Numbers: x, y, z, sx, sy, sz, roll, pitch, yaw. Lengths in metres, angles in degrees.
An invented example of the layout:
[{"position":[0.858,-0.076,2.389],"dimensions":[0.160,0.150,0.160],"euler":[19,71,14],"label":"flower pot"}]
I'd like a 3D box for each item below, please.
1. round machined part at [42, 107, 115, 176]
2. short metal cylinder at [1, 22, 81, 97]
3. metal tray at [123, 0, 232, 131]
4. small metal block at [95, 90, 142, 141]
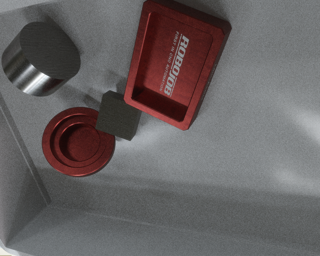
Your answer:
[{"position":[-0.114,0.022,0.446],"dimensions":[0.098,0.098,0.042],"euler":[34,164,5],"label":"round machined part"},{"position":[-0.151,-0.087,0.397],"dimensions":[0.050,0.080,0.080],"euler":[-27,104,37],"label":"short metal cylinder"},{"position":[0.014,-0.070,0.353],"dimensions":[0.090,0.030,0.129],"euler":[26,128,11],"label":"metal tray"},{"position":[-0.053,-0.017,0.412],"dimensions":[0.050,0.025,0.050],"euler":[19,112,4],"label":"small metal block"}]
